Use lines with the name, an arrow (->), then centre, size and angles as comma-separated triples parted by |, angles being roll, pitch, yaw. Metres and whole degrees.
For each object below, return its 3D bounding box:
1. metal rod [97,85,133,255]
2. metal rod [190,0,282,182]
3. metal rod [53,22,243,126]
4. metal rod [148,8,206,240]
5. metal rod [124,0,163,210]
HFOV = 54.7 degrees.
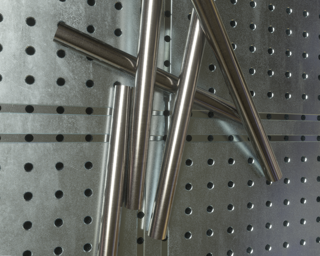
metal rod -> -0.060, 0.096, 0.391 | 0.025, 0.025, 0.298 | 6, 88, -20
metal rod -> 0.110, -0.042, 0.417 | 0.025, 0.025, 0.299 | -38, 117, -16
metal rod -> 0.010, -0.062, 0.417 | 0.302, 0.025, 0.025 | 22, 83, -19
metal rod -> 0.025, -0.003, 0.402 | 0.025, 0.025, 0.298 | 10, 94, -20
metal rod -> -0.019, -0.046, 0.383 | 0.025, 0.025, 0.298 | 3, 98, -20
